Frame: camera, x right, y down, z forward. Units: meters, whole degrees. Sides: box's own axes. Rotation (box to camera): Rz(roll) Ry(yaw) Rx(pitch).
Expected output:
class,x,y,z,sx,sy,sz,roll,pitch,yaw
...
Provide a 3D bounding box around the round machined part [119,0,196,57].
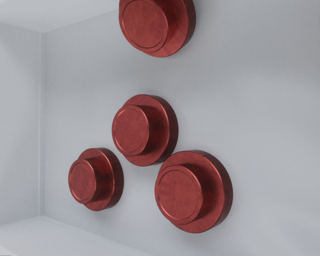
class,x,y,z,sx,sy,sz,roll,pitch,yaw
round machined part,-0.010,-0.130,0.372,0.098,0.042,0.097,20,134,23

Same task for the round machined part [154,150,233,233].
class,x,y,z,sx,sy,sz,roll,pitch,yaw
round machined part,0.032,0.076,0.368,0.098,0.042,0.097,0,90,39

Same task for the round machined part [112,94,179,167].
class,x,y,z,sx,sy,sz,roll,pitch,yaw
round machined part,-0.027,0.003,0.416,0.098,0.042,0.097,0,90,39

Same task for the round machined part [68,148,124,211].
class,x,y,z,sx,sy,sz,roll,pitch,yaw
round machined part,-0.105,0.080,0.480,0.098,0.042,0.097,0,90,39
